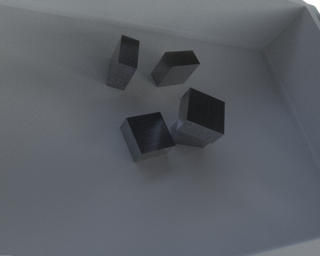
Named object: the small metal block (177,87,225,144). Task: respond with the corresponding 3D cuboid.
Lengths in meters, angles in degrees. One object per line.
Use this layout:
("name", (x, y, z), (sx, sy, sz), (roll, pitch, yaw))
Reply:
("small metal block", (0.051, -0.015, 0.380), (0.050, 0.025, 0.050), (21, 54, -16))

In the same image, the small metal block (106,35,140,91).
("small metal block", (-0.050, -0.087, 0.417), (0.025, 0.050, 0.050), (15, 56, -20))

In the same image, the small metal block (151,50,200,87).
("small metal block", (0.022, -0.087, 0.457), (0.050, 0.050, 0.025), (-13, 69, -34))

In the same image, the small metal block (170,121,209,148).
("small metal block", (0.049, 0.002, 0.416), (0.050, 0.050, 0.025), (9, 58, -24))

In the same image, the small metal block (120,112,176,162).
("small metal block", (-0.016, 0.011, 0.392), (0.050, 0.025, 0.050), (-12, 68, -34))
